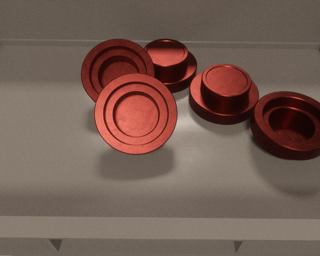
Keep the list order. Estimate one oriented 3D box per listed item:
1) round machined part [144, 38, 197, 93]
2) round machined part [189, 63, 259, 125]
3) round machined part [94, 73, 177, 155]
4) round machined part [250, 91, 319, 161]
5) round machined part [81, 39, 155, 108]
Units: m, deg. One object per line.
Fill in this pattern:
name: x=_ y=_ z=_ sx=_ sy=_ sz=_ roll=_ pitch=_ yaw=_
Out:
round machined part: x=0.008 y=-0.102 z=0.480 sx=0.099 sy=0.042 sz=0.098 roll=0 pitch=50 yaw=0
round machined part: x=0.091 y=-0.055 z=0.441 sx=0.099 sy=0.042 sz=0.098 roll=0 pitch=50 yaw=0
round machined part: x=-0.030 y=-0.016 z=0.387 sx=0.099 sy=0.042 sz=0.097 roll=0 pitch=87 yaw=-4
round machined part: x=0.165 y=0.002 z=0.395 sx=0.099 sy=0.042 sz=0.098 roll=0 pitch=50 yaw=0
round machined part: x=-0.056 y=-0.071 z=0.434 sx=0.099 sy=0.042 sz=0.097 roll=0 pitch=83 yaw=-2
